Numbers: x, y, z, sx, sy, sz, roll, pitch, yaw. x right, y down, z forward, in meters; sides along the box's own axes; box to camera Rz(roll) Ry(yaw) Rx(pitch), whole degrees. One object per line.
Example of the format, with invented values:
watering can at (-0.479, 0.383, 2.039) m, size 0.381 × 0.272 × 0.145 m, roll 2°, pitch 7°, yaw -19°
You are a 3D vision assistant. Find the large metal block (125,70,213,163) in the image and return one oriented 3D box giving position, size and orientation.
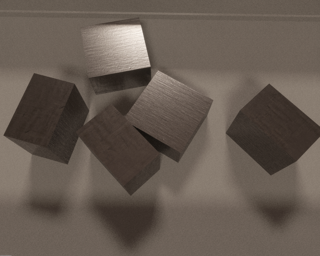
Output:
large metal block at (0.011, -0.014, 0.402) m, size 0.080 × 0.050 × 0.080 m, roll 30°, pitch 73°, yaw 10°

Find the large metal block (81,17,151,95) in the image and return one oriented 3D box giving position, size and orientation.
large metal block at (-0.060, -0.099, 0.432) m, size 0.081 × 0.050 × 0.080 m, roll -11°, pitch 71°, yaw -5°

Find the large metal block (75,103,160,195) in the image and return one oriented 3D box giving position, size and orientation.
large metal block at (-0.046, 0.029, 0.369) m, size 0.050 × 0.080 × 0.080 m, roll -41°, pitch 76°, yaw -14°

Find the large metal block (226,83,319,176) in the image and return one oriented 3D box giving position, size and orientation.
large metal block at (0.135, 0.005, 0.380) m, size 0.050 × 0.080 × 0.080 m, roll -41°, pitch 76°, yaw -14°

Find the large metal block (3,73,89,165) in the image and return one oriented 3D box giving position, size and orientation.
large metal block at (-0.133, -0.008, 0.382) m, size 0.050 × 0.080 × 0.080 m, roll 15°, pitch 71°, yaw 5°
